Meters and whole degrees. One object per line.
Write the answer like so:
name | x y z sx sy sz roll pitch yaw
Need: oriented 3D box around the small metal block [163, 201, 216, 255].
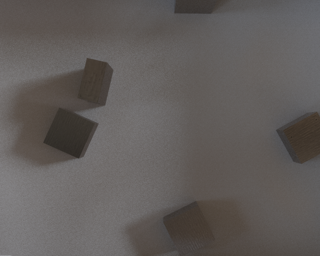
small metal block | 0.038 0.133 0.412 0.050 0.025 0.050 -26 90 0

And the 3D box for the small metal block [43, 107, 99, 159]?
small metal block | -0.117 0.006 0.410 0.050 0.025 0.050 24 90 0

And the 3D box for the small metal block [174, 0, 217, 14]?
small metal block | 0.045 -0.169 0.399 0.050 0.050 0.025 1 90 0

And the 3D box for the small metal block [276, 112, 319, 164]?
small metal block | 0.193 0.013 0.413 0.050 0.025 0.050 -29 90 0

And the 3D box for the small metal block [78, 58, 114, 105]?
small metal block | -0.081 -0.058 0.398 0.025 0.050 0.050 13 90 0
